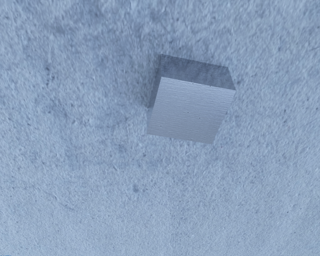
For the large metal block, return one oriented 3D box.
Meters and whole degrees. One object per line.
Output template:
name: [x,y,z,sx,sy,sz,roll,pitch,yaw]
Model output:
large metal block: [0.032,-0.032,0.364,0.081,0.050,0.079,9,130,-9]
